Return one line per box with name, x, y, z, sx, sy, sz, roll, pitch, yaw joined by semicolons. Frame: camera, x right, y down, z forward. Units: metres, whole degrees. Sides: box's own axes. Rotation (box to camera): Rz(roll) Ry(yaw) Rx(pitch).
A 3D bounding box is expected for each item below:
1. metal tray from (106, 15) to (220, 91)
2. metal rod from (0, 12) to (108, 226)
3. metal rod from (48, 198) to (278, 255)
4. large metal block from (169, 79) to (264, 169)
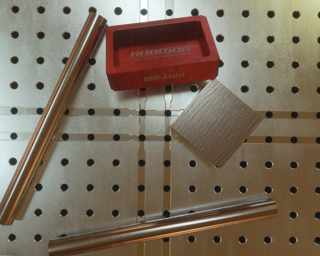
metal tray;0.000;-0.095;0.387;0.131;0.030;0.090;-7;54;-1
metal rod;-0.145;-0.012;0.411;0.025;0.025;0.299;25;90;-1
metal rod;0.005;0.134;0.413;0.302;0.025;0.025;-10;90;-1
large metal block;0.070;-0.007;0.402;0.080;0.050;0.080;40;90;-1
